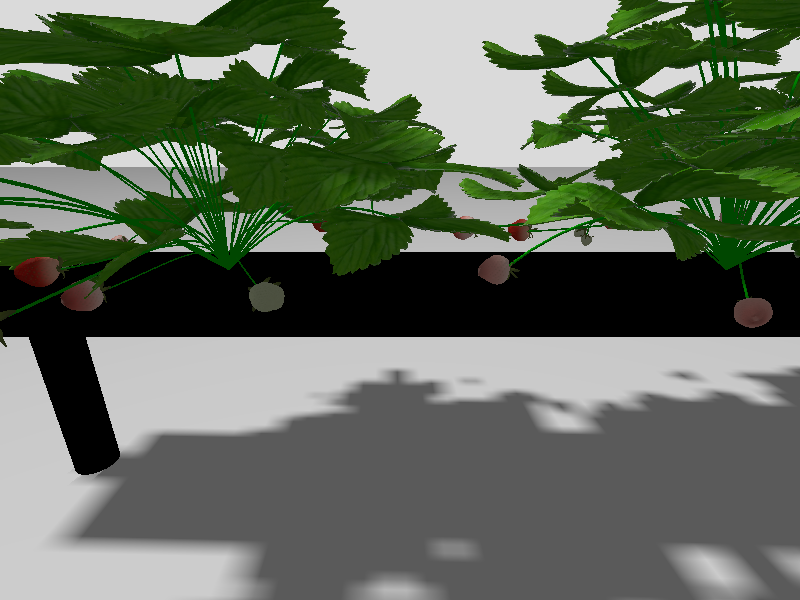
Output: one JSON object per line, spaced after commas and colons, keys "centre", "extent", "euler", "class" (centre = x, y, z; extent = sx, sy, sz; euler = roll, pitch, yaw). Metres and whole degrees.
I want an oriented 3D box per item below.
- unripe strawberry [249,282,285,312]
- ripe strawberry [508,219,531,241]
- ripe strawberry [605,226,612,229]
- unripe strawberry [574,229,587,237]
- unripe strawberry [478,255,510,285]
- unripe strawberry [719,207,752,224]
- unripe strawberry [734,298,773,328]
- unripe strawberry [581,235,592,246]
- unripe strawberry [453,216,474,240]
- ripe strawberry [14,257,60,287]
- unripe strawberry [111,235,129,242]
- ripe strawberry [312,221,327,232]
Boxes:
{"centre": [-0.086, -0.002, 0.261], "extent": [0.022, 0.019, 0.022], "euler": [-13, 24, -31], "class": "unripe strawberry"}
{"centre": [0.142, -0.084, 0.480], "extent": [0.027, 0.027, 0.025], "euler": [16, 25, 38], "class": "ripe strawberry"}
{"centre": [0.293, -0.112, 0.557], "extent": [0.025, 0.026, 0.027], "euler": [0, 20, -1], "class": "ripe strawberry"}
{"centre": [0.223, -0.084, 0.496], "extent": [0.015, 0.014, 0.014], "euler": [-10, -24, -25], "class": "unripe strawberry"}
{"centre": [0.074, -0.024, 0.319], "extent": [0.025, 0.024, 0.023], "euler": [-6, 21, -9], "class": "unripe strawberry"}
{"centre": [0.449, -0.108, 0.537], "extent": [0.034, 0.031, 0.031], "euler": [15, 2, 36], "class": "unripe strawberry"}
{"centre": [0.210, 0.008, 0.238], "extent": [0.018, 0.019, 0.019], "euler": [13, 24, 31], "class": "unripe strawberry"}
{"centre": [0.200, -0.064, 0.431], "extent": [0.011, 0.011, 0.011], "euler": [16, 25, 36], "class": "unripe strawberry"}
{"centre": [0.076, -0.087, 0.482], "extent": [0.032, 0.027, 0.032], "euler": [11, 23, 29], "class": "unripe strawberry"}
{"centre": [-0.282, -0.022, 0.311], "extent": [0.027, 0.023, 0.027], "euler": [-8, 22, -20], "class": "ripe strawberry"}
{"centre": [-0.280, -0.053, 0.399], "extent": [0.021, 0.022, 0.019], "euler": [-10, 15, 23], "class": "unripe strawberry"}
{"centre": [-0.094, -0.106, 0.523], "extent": [0.039, 0.033, 0.039], "euler": [7, 21, 18], "class": "ripe strawberry"}
